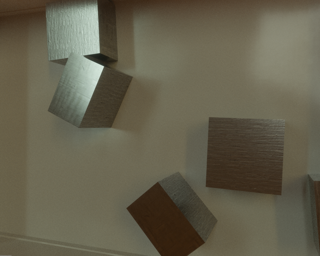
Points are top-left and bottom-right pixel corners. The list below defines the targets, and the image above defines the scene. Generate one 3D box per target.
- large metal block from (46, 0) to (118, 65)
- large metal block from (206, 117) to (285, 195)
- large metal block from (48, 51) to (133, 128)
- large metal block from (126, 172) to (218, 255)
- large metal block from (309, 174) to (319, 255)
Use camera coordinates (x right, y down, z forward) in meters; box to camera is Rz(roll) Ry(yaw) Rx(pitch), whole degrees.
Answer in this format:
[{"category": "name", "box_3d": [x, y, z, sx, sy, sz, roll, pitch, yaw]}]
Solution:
[{"category": "large metal block", "box_3d": [-0.108, -0.134, 0.434, 0.080, 0.050, 0.079, -3, 89, 19]}, {"category": "large metal block", "box_3d": [0.100, 0.029, 0.362, 0.080, 0.050, 0.079, 3, 91, 19]}, {"category": "large metal block", "box_3d": [-0.089, -0.047, 0.412, 0.050, 0.080, 0.080, 27, 99, 17]}, {"category": "large metal block", "box_3d": [0.018, 0.105, 0.374, 0.050, 0.080, 0.080, -42, 77, 15]}, {"category": "large metal block", "box_3d": [0.206, 0.091, 0.325, 0.080, 0.050, 0.080, -5, 89, 19]}]
